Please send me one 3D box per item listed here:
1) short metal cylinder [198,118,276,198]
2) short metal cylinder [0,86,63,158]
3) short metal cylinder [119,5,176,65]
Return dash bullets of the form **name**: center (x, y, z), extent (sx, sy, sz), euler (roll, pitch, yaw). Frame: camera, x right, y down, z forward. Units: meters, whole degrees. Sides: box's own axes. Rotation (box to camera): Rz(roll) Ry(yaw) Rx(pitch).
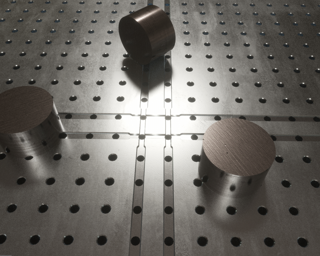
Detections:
- **short metal cylinder**: center (0.088, 0.035, 0.363), extent (0.081, 0.050, 0.080), euler (0, 50, 0)
- **short metal cylinder**: center (-0.171, -0.008, 0.396), extent (0.081, 0.050, 0.080), euler (0, 50, 0)
- **short metal cylinder**: center (-0.021, -0.149, 0.497), extent (0.050, 0.080, 0.080), euler (-36, 59, -26)
